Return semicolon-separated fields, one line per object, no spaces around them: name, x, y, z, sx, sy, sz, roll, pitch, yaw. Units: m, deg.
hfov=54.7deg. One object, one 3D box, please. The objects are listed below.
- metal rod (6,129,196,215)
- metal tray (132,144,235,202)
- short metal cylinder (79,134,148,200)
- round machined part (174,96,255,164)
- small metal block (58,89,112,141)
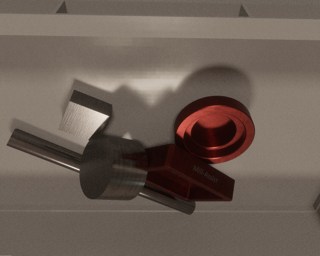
metal rod;-0.074;0.073;0.470;0.302;0.025;0.025;26;125;-21
metal tray;0.029;0.067;0.429;0.130;0.030;0.090;32;150;-33
short metal cylinder;-0.060;0.051;0.394;0.050;0.080;0.080;14;132;-39
round machined part;0.067;-0.002;0.398;0.099;0.042;0.097;-1;130;0
small metal block;-0.096;-0.014;0.396;0.050;0.025;0.050;22;127;-18
